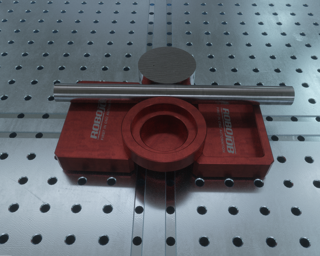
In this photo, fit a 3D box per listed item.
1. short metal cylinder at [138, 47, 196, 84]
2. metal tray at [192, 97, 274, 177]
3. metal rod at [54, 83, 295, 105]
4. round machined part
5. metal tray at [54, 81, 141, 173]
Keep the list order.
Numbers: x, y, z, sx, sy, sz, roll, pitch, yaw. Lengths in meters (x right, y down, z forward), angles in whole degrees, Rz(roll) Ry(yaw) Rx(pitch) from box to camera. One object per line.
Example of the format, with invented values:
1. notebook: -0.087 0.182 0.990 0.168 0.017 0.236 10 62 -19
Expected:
1. short metal cylinder: 0.010 -0.073 0.447 0.081 0.050 0.080 0 50 0
2. metal tray: 0.085 0.000 0.400 0.091 0.030 0.130 1 50 0
3. metal rod: 0.018 -0.044 0.400 0.302 0.025 0.025 1 50 0
4. round machined part: 0.005 0.011 0.370 0.099 0.042 0.098 0 50 0
5. metal tray: -0.073 -0.007 0.403 0.091 0.030 0.130 2 50 2
